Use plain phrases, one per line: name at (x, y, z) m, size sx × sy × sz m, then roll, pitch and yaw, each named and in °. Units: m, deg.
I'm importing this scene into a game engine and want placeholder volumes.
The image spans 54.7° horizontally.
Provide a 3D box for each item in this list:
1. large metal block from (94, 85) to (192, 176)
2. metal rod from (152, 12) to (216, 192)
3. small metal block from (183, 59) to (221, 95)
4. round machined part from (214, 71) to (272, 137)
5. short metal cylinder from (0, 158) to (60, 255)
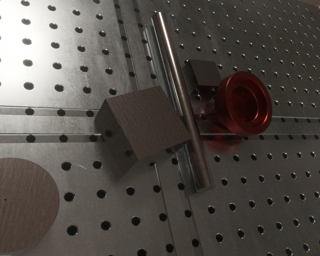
large metal block at (-0.022, 0.001, 0.381) m, size 0.081 × 0.050 × 0.080 m, roll -19°, pitch 72°, yaw -36°
metal rod at (0.028, -0.054, 0.457) m, size 0.025 × 0.025 × 0.299 m, roll 2°, pitch 61°, yaw -28°
small metal block at (0.069, -0.081, 0.497) m, size 0.050 × 0.025 × 0.050 m, roll -1°, pitch 62°, yaw -29°
round machined part at (0.123, -0.034, 0.476) m, size 0.099 × 0.042 × 0.098 m, roll 8°, pitch 74°, yaw -31°
short metal cylinder at (-0.135, 0.073, 0.275) m, size 0.081 × 0.050 × 0.080 m, roll 14°, pitch 56°, yaw -21°
